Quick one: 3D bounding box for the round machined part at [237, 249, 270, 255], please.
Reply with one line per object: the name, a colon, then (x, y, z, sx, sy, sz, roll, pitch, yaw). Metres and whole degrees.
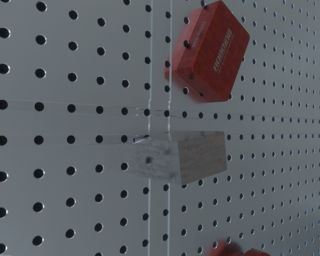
round machined part: (0.151, 0.255, 0.525, 0.099, 0.042, 0.097, 0, 90, -40)

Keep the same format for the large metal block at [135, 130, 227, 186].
large metal block: (0.026, 0.034, 0.395, 0.081, 0.080, 0.050, -10, 97, -40)

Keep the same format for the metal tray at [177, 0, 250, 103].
metal tray: (0.087, -0.116, 0.478, 0.090, 0.030, 0.130, 35, 68, -34)
